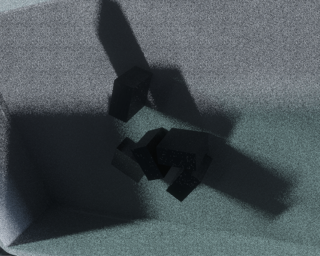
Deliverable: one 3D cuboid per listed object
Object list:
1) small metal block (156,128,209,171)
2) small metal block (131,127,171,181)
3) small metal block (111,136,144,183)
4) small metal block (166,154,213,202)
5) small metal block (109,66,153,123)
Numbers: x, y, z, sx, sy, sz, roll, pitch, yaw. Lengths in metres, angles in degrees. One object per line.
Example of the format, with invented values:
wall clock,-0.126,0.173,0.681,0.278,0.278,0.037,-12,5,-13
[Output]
small metal block,0.030,0.025,0.392,0.050,0.050,0.025,8,122,23
small metal block,-0.006,0.034,0.416,0.025,0.050,0.050,-16,110,34
small metal block,-0.040,0.047,0.450,0.050,0.025,0.050,35,143,5
small metal block,0.039,0.062,0.409,0.025,0.050,0.050,37,129,3
small metal block,-0.036,-0.043,0.384,0.025,0.050,0.050,26,127,12
